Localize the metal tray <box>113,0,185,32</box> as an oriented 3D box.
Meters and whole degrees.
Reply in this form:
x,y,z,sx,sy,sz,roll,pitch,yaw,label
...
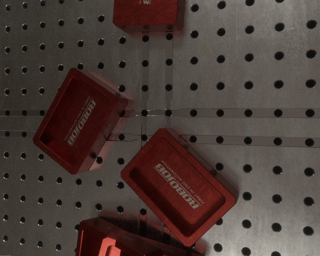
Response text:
x,y,z,sx,sy,sz,roll,pitch,yaw,label
-0.012,-0.198,0.413,0.090,0.030,0.129,5,92,19,metal tray

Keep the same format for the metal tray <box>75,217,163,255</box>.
x,y,z,sx,sy,sz,roll,pitch,yaw,label
-0.060,0.182,0.406,0.130,0.030,0.089,10,94,40,metal tray

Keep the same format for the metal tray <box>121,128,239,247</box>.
x,y,z,sx,sy,sz,roll,pitch,yaw,label
0.023,0.073,0.400,0.130,0.030,0.090,45,103,14,metal tray

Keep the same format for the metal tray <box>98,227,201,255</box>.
x,y,z,sx,sy,sz,roll,pitch,yaw,label
-0.018,0.193,0.400,0.131,0.030,0.089,16,95,5,metal tray

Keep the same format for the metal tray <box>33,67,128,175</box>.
x,y,z,sx,sy,sz,roll,pitch,yaw,label
-0.118,-0.009,0.449,0.090,0.030,0.129,35,101,16,metal tray
